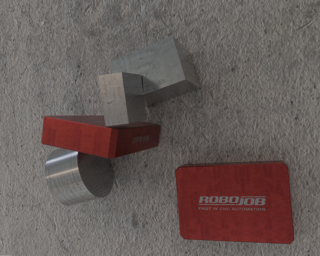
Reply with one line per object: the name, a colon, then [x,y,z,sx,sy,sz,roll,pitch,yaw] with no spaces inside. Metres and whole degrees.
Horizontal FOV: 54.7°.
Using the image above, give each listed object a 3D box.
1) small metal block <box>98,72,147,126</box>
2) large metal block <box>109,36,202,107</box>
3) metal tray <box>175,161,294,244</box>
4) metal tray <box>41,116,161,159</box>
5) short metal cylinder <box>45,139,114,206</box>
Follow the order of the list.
small metal block: [-0.037,-0.030,0.324,0.025,0.050,0.050,-6,94,18]
large metal block: [-0.002,-0.064,0.380,0.080,0.080,0.050,-18,84,19]
metal tray: [0.088,0.088,0.375,0.130,0.030,0.089,-5,88,19]
metal tray: [-0.064,0.006,0.375,0.090,0.130,0.030,10,96,20]
short metal cylinder: [-0.106,0.059,0.417,0.050,0.080,0.080,-18,84,19]
